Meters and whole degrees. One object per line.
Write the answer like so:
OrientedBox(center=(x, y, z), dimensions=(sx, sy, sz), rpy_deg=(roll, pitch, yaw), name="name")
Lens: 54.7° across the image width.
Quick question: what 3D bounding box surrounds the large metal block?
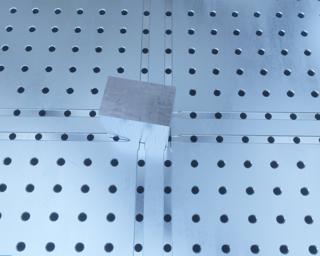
OrientedBox(center=(-0.025, -0.018, 0.389), dimensions=(0.080, 0.080, 0.050), rpy_deg=(9, 71, 3), name="large metal block")
